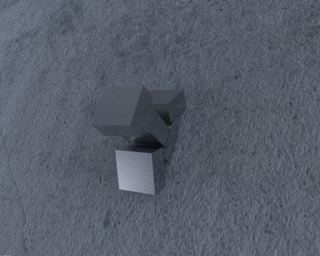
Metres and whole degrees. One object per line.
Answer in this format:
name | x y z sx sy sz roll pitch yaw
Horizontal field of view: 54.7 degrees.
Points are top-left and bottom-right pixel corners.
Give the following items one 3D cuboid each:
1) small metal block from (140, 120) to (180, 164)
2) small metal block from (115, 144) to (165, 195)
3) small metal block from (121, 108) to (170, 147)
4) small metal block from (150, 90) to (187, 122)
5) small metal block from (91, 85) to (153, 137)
small metal block | -0.007 0.017 0.398 0.050 0.025 0.050 3 63 29
small metal block | -0.023 0.049 0.370 0.050 0.025 0.050 2 103 29
small metal block | -0.023 -0.001 0.368 0.050 0.050 0.025 3 63 29
small metal block | 0.000 -0.030 0.407 0.050 0.025 0.050 3 27 29
small metal block | -0.041 -0.019 0.341 0.050 0.025 0.050 1 62 28
